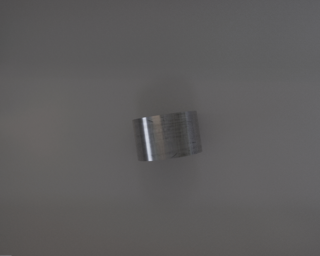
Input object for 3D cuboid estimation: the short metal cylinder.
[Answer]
[{"bbox_3d":[0.009,0.009,0.384,0.080,0.080,0.050,-8,90,0],"label":"short metal cylinder"}]
